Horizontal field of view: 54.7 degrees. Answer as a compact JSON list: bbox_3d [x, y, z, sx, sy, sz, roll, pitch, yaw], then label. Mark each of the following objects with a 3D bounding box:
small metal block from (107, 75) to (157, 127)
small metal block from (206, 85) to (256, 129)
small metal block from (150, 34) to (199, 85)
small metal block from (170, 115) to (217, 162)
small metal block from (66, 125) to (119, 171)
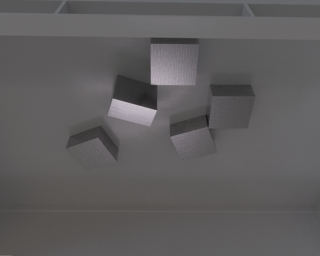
[{"bbox_3d":[-0.031,-0.033,0.364,0.050,0.050,0.025,15,129,-12],"label":"small metal block"},{"bbox_3d":[0.087,-0.026,0.387,0.050,0.025,0.050,0,130,0],"label":"small metal block"},{"bbox_3d":[0.015,-0.076,0.345,0.050,0.025,0.050,0,130,-1],"label":"small metal block"},{"bbox_3d":[0.046,0.015,0.422,0.050,0.025,0.050,-16,129,13],"label":"small metal block"},{"bbox_3d":[-0.093,0.029,0.433,0.050,0.025,0.050,-19,128,15],"label":"small metal block"}]
